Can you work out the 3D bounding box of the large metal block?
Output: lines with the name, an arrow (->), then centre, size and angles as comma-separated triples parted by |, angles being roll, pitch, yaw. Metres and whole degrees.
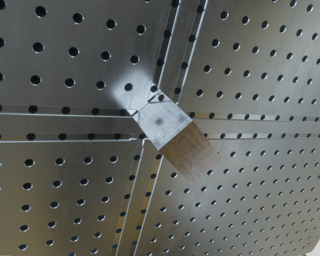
large metal block -> 0.021, 0.012, 0.393 | 0.050, 0.080, 0.080 | -41, 130, 0
